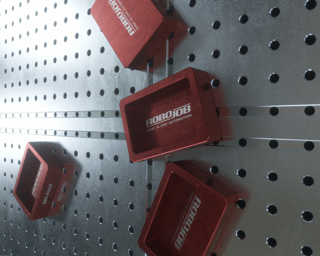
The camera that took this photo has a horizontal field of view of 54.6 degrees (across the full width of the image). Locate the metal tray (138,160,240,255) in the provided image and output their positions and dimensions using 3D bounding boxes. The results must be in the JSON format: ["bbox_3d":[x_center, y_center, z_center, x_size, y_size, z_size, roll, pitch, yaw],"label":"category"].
[{"bbox_3d":[0.030,0.116,0.382,0.090,0.030,0.129,31,109,35],"label":"metal tray"}]

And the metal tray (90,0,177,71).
[{"bbox_3d":[-0.042,-0.158,0.442,0.090,0.030,0.130,-46,63,30],"label":"metal tray"}]

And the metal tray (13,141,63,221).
[{"bbox_3d":[-0.242,0.102,0.608,0.090,0.030,0.129,36,112,34],"label":"metal tray"}]

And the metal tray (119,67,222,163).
[{"bbox_3d":[0.008,-0.012,0.400,0.130,0.030,0.090,-20,78,38],"label":"metal tray"}]
